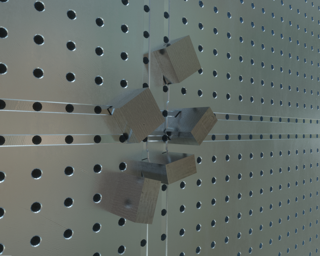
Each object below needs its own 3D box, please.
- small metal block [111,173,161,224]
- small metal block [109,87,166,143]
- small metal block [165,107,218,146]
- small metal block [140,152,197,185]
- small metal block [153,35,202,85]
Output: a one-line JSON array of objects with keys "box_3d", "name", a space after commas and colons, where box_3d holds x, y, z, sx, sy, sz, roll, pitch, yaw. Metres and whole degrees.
[{"box_3d": [-0.029, 0.083, 0.370, 0.025, 0.050, 0.050, 21, 77, -39], "name": "small metal block"}, {"box_3d": [-0.028, -0.016, 0.388, 0.050, 0.025, 0.050, -41, 115, -32], "name": "small metal block"}, {"box_3d": [0.044, -0.003, 0.432, 0.050, 0.050, 0.025, -50, 120, -28], "name": "small metal block"}, {"box_3d": [0.011, 0.051, 0.404, 0.050, 0.050, 0.025, -15, 100, -39], "name": "small metal block"}, {"box_3d": [0.025, -0.095, 0.432, 0.050, 0.025, 0.050, -38, 113, -34], "name": "small metal block"}]
